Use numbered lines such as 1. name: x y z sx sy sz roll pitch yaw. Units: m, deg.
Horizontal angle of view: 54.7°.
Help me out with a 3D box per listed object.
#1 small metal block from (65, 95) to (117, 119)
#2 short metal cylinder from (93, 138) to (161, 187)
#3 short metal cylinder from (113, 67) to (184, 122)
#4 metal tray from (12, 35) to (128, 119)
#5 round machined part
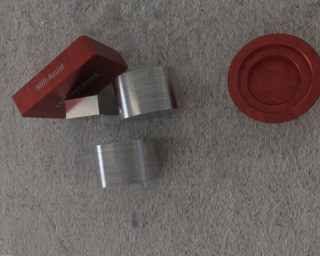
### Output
1. small metal block: -0.094 -0.027 0.429 0.050 0.050 0.025 -7 88 20
2. short metal cylinder: -0.042 0.043 0.395 0.080 0.080 0.050 -9 87 20
3. short metal cylinder: -0.015 -0.040 0.385 0.080 0.080 0.050 -12 86 19
4. metal tray: -0.117 -0.061 0.415 0.130 0.090 0.030 -35 79 16
5. round machined part: 0.130 -0.054 0.354 0.098 0.042 0.097 0 90 20
